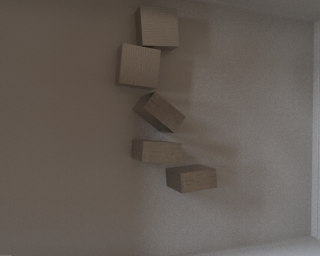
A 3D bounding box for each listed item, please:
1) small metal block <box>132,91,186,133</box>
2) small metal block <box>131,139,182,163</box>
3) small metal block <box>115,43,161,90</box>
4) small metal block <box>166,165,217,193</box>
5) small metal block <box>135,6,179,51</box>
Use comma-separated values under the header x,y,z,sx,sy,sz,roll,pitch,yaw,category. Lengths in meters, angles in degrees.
x,y,z,sx,sy,sz,roll,pitch,yaw,category
-0.002,-0.019,0.397,0.050,0.050,0.025,39,78,-16,small metal block
-0.005,0.029,0.396,0.050,0.050,0.025,5,89,-20,small metal block
-0.029,-0.078,0.401,0.050,0.025,0.050,5,88,-20,small metal block
0.041,0.066,0.414,0.050,0.050,0.025,-4,92,-20,small metal block
-0.004,-0.131,0.410,0.050,0.025,0.050,-4,92,-20,small metal block
